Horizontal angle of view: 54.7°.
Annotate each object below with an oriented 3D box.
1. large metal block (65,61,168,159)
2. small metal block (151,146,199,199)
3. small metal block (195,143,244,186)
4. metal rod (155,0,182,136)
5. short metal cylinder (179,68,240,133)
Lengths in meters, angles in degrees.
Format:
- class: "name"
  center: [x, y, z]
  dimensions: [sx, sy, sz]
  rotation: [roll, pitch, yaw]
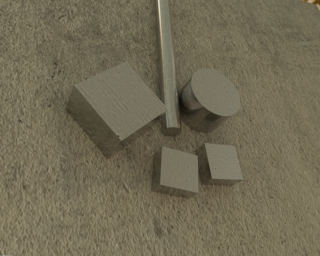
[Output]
- class: "large metal block"
  center: [-0.052, -0.023, 0.375]
  dimensions: [0.080, 0.050, 0.081]
  rotation: [49, 51, 6]
- class: "small metal block"
  center: [0.019, 0.055, 0.382]
  dimensions: [0.050, 0.025, 0.050]
  rotation: [16, 55, -19]
- class: "small metal block"
  center: [0.079, 0.050, 0.418]
  dimensions: [0.050, 0.025, 0.050]
  rotation: [7, 59, -25]
- class: "metal rod"
  center: [0.009, -0.124, 0.486]
  dimensions: [0.025, 0.025, 0.299]
  rotation: [11, 57, -23]
- class: "short metal cylinder"
  center: [0.068, -0.039, 0.450]
  dimensions: [0.081, 0.050, 0.080]
  rotation: [14, 56, -21]
